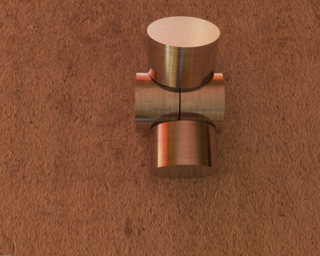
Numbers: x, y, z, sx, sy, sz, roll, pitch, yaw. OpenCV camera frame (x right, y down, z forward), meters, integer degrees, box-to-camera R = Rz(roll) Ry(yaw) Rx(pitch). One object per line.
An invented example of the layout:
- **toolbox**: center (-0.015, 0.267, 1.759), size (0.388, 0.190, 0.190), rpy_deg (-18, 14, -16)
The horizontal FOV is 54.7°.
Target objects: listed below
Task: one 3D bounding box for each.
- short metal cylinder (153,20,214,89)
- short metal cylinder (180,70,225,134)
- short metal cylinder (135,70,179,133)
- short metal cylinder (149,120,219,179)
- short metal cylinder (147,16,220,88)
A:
- **short metal cylinder**: center (0.031, -0.102, 0.435), size (0.081, 0.050, 0.080), rpy_deg (0, 70, 0)
- **short metal cylinder**: center (0.049, -0.033, 0.392), size (0.050, 0.080, 0.080), rpy_deg (0, 70, 0)
- **short metal cylinder**: center (-0.003, -0.033, 0.393), size (0.050, 0.080, 0.080), rpy_deg (1, 70, 0)
- **short metal cylinder**: center (0.028, 0.029, 0.370), size (0.081, 0.080, 0.050), rpy_deg (0, 70, 0)
- **short metal cylinder**: center (0.026, -0.089, 0.359), size (0.081, 0.050, 0.080), rpy_deg (1, 41, 0)
